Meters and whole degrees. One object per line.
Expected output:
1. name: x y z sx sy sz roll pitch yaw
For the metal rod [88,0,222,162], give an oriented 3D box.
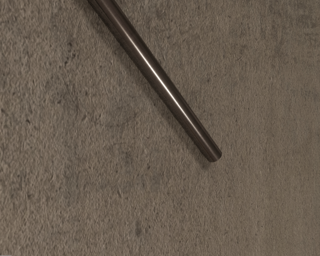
1. metal rod: 0.002 -0.060 0.407 0.300 0.025 0.025 51 60 -28
